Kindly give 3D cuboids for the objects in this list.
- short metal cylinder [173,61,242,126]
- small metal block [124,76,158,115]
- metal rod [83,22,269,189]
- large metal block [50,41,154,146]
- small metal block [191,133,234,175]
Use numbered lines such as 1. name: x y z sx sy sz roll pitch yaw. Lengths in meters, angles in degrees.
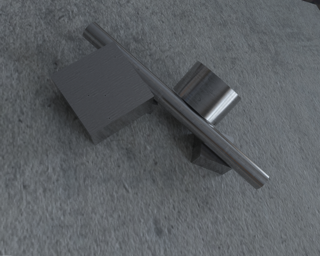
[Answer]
1. short metal cylinder: 0.065 -0.048 0.430 0.080 0.050 0.080 40 11 -9
2. small metal block: -0.032 -0.050 0.421 0.050 0.025 0.050 12 57 -22
3. metal rod: 0.021 -0.029 0.404 0.300 0.025 0.025 41 51 0
4. large metal block: -0.065 -0.039 0.358 0.080 0.050 0.080 -33 81 -15
5. small metal block: 0.073 0.031 0.428 0.050 0.025 0.050 22 53 -15
